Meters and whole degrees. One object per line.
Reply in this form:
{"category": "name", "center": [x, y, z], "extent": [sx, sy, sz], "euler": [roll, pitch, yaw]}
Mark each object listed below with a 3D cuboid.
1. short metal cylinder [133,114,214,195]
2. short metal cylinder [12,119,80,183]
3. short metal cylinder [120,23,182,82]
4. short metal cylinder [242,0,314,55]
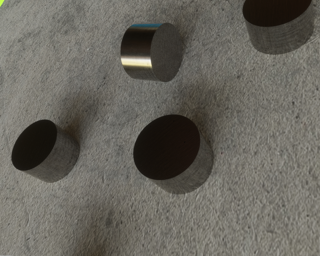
{"category": "short metal cylinder", "center": [0.016, 0.031, 0.360], "extent": [0.080, 0.050, 0.080], "euler": [-13, 56, 21]}
{"category": "short metal cylinder", "center": [-0.167, 0.034, 0.455], "extent": [0.080, 0.050, 0.080], "euler": [-13, 56, 21]}
{"category": "short metal cylinder", "center": [-0.010, -0.107, 0.440], "extent": [0.050, 0.080, 0.080], "euler": [11, 67, 33]}
{"category": "short metal cylinder", "center": [0.151, -0.141, 0.395], "extent": [0.080, 0.050, 0.080], "euler": [-13, 56, 21]}
